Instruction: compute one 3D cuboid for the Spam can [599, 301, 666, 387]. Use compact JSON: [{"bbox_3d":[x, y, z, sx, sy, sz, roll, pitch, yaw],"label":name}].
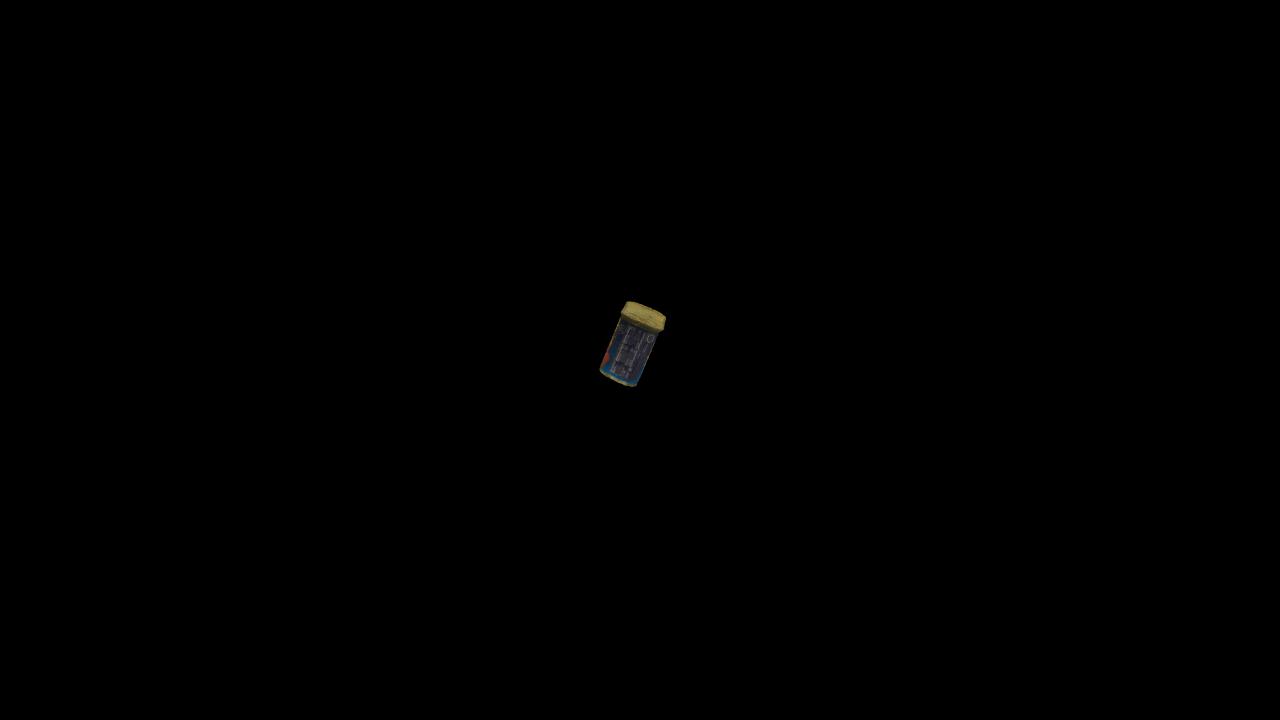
[{"bbox_3d":[-0.009,-0.022,0.801,0.058,0.085,0.101,23,16,-1],"label":"Spam can"}]
